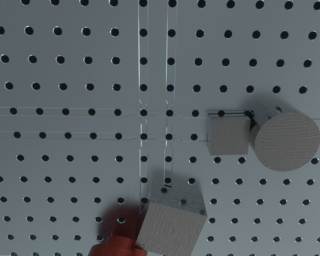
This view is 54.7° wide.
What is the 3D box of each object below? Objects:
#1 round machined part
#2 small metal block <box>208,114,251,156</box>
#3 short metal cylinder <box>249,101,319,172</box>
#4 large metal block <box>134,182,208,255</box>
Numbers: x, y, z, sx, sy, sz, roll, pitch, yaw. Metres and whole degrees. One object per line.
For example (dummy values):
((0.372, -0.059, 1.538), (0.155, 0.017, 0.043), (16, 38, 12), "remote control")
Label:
((-0.057, 0.197, 0.462), (0.098, 0.042, 0.097), (11, 136, 11), "round machined part")
((0.092, 0.009, 0.417), (0.050, 0.025, 0.050), (-1, 110, 0), "small metal block")
((0.157, 0.010, 0.405), (0.081, 0.050, 0.079), (0, 110, 0), "short metal cylinder")
((0.014, 0.136, 0.450), (0.080, 0.050, 0.079), (16, 109, -6), "large metal block")
